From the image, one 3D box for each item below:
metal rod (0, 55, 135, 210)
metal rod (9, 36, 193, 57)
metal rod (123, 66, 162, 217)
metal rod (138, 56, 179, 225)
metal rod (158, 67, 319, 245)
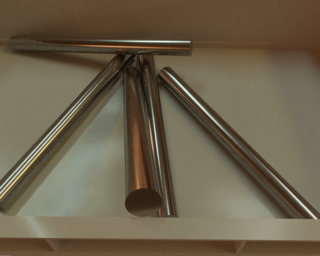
[{"bbox_3d":[-0.114,-0.022,0.422,0.025,0.025,0.301,20,53,16],"label":"metal rod"},{"bbox_3d":[-0.100,-0.130,0.486,0.301,0.025,0.025,5,50,14],"label":"metal rod"},{"bbox_3d":[-0.028,-0.016,0.343,0.025,0.025,0.300,-5,27,-5],"label":"metal rod"},{"bbox_3d":[-0.009,-0.018,0.419,0.025,0.025,0.300,-4,50,-4],"label":"metal rod"},{"bbox_3d":[0.088,0.013,0.394,0.025,0.025,0.300,-26,55,-20],"label":"metal rod"}]
